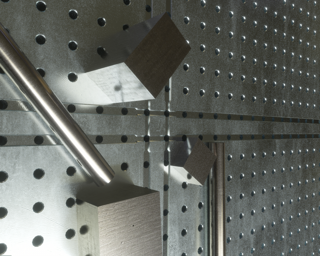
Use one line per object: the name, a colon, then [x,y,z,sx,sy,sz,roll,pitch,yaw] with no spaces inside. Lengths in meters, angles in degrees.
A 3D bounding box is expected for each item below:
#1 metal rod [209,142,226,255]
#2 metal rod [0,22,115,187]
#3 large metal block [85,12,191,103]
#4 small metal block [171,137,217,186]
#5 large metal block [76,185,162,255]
metal rod: [0.090,0.172,0.484,0.025,0.025,0.298,-1,91,-40]
metal rod: [-0.135,-0.057,0.295,0.025,0.025,0.299,-47,118,-30]
large metal block: [-0.025,-0.076,0.352,0.050,0.080,0.080,49,61,-29]
small metal block: [0.050,0.048,0.451,0.050,0.025,0.050,45,63,-31]
large metal block: [-0.046,0.116,0.355,0.081,0.050,0.079,-4,93,-40]
